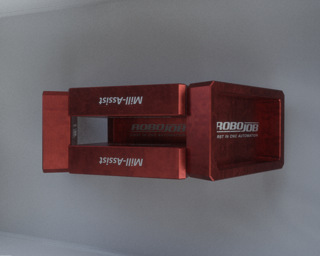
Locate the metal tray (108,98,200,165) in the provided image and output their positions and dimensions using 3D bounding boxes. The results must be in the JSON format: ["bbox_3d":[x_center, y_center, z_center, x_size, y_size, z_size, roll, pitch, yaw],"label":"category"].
[{"bbox_3d":[-0.004,0.003,0.408,0.130,0.030,0.089,0,90,19],"label":"metal tray"}]

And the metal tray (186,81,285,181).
[{"bbox_3d":[0.084,0.002,0.325,0.030,0.131,0.089,1,91,49],"label":"metal tray"}]

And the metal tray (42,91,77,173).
[{"bbox_3d":[-0.125,0.003,0.399,0.030,0.130,0.089,0,91,-12],"label":"metal tray"}]

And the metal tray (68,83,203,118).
[{"bbox_3d":[-0.024,-0.027,0.350,0.130,0.090,0.030,0,90,20],"label":"metal tray"}]

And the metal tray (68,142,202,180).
[{"bbox_3d":[-0.024,0.033,0.351,0.130,0.090,0.030,0,90,19],"label":"metal tray"}]
